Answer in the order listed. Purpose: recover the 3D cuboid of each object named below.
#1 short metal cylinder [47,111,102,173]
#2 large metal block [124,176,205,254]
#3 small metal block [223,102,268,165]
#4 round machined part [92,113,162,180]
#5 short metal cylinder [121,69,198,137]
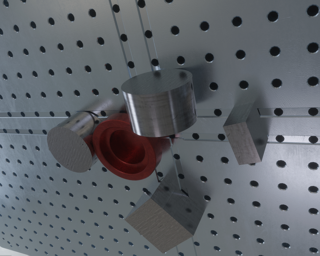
[{"bbox_3d":[-0.122,0.021,0.473,0.080,0.050,0.079,13,124,21],"label":"short metal cylinder"},{"bbox_3d":[0.006,0.134,0.475,0.080,0.050,0.080,42,129,-1],"label":"large metal block"},{"bbox_3d":[0.097,0.005,0.347,0.025,0.050,0.050,-14,111,34],"label":"small metal block"},{"bbox_3d":[-0.042,0.022,0.435,0.098,0.042,0.097,12,123,20],"label":"round machined part"},{"bbox_3d":[0.000,-0.031,0.356,0.080,0.080,0.050,4,120,26],"label":"short metal cylinder"}]
